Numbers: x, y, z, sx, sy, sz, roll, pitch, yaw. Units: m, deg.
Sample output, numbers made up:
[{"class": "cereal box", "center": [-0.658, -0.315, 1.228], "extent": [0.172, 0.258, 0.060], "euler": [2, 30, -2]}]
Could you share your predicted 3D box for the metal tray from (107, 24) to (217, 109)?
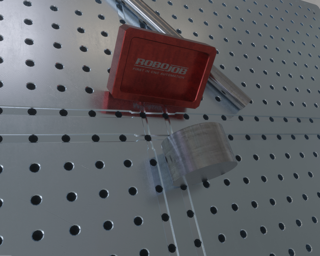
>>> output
[{"class": "metal tray", "center": [0.003, -0.079, 0.415], "extent": [0.131, 0.089, 0.030], "euler": [5, 23, -26]}]

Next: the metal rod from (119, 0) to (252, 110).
[{"class": "metal rod", "center": [0.030, -0.139, 0.508], "extent": [0.300, 0.025, 0.025], "euler": [42, 51, 1]}]

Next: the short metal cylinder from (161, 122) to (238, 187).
[{"class": "short metal cylinder", "center": [0.047, 0.034, 0.377], "extent": [0.081, 0.080, 0.050], "euler": [-4, 64, -30]}]

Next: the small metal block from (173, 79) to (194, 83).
[{"class": "small metal block", "center": [0.019, -0.086, 0.470], "extent": [0.050, 0.025, 0.050], "euler": [4, 60, -26]}]

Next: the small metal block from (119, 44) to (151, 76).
[{"class": "small metal block", "center": [-0.033, -0.099, 0.450], "extent": [0.050, 0.025, 0.050], "euler": [6, 59, -25]}]
